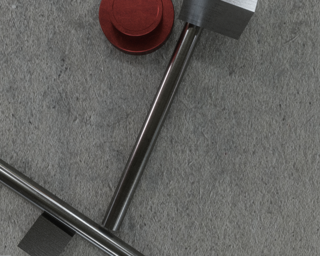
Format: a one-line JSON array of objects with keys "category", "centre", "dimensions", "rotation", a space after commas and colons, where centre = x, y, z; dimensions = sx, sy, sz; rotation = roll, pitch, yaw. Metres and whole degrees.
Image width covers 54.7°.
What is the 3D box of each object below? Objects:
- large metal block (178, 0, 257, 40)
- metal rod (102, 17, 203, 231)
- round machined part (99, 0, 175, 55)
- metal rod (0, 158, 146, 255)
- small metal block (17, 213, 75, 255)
[{"category": "large metal block", "centre": [0.076, -0.168, 0.385], "dimensions": [0.080, 0.050, 0.080], "rotation": [19, 66, -1]}, {"category": "metal rod", "centre": [-0.008, -0.008, 0.409], "dimensions": [0.025, 0.025, 0.299], "rotation": [23, 90, -1]}, {"category": "round machined part", "centre": [-0.030, -0.147, 0.401], "dimensions": [0.099, 0.042, 0.097], "rotation": [0, 90, -1]}, {"category": "metal rod", "centre": [-0.131, 0.110, 0.408], "dimensions": [0.301, 0.025, 0.025], "rotation": [34, 90, -1]}, {"category": "small metal block", "centre": [-0.147, 0.145, 0.408], "dimensions": [0.050, 0.025, 0.050], "rotation": [36, 90, -1]}]
